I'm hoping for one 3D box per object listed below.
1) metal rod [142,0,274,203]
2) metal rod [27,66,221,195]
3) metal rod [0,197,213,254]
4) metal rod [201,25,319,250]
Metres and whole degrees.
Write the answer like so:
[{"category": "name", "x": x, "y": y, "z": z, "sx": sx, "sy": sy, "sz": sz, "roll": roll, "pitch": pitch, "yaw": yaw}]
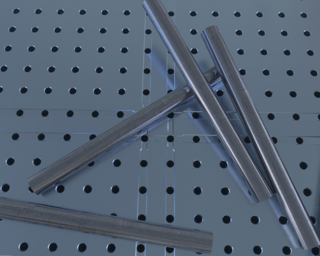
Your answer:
[{"category": "metal rod", "x": 0.058, "y": -0.044, "z": 0.403, "sx": 0.025, "sy": 0.025, "sz": 0.299, "roll": -27, "pitch": 81, "yaw": -9}, {"category": "metal rod", "x": -0.032, "y": -0.006, "z": 0.413, "sx": 0.301, "sy": 0.025, "sz": 0.025, "roll": -32, "pitch": 73, "yaw": -11}, {"category": "metal rod", "x": -0.089, "y": 0.112, "z": 0.370, "sx": 0.301, "sy": 0.025, "sz": 0.025, "roll": 9, "pitch": 70, "yaw": 3}, {"category": "metal rod", "x": 0.122, "y": 0.002, "z": 0.395, "sx": 0.025, "sy": 0.025, "sz": 0.299, "roll": -20, "pitch": 77, "yaw": -7}]
